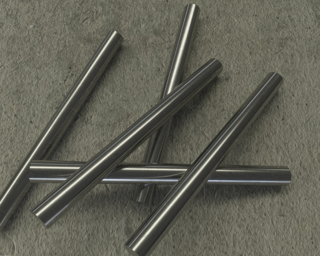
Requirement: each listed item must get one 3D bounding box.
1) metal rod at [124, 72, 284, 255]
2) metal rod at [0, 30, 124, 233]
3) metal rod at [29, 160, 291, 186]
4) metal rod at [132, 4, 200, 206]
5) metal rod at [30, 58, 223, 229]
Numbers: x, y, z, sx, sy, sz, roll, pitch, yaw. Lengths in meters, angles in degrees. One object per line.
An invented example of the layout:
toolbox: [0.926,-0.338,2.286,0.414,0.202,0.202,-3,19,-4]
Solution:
metal rod: [0.069,0.025,0.362,0.025,0.025,0.301,38,60,12]
metal rod: [-0.131,-0.009,0.409,0.025,0.025,0.300,25,72,8]
metal rod: [0.009,0.054,0.364,0.302,0.025,0.025,2,70,-9]
metal rod: [0.014,-0.045,0.424,0.025,0.025,0.299,13,70,4]
metal rod: [-0.017,-0.002,0.365,0.025,0.025,0.302,40,58,13]
